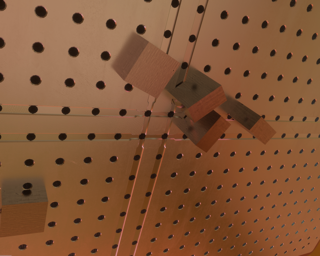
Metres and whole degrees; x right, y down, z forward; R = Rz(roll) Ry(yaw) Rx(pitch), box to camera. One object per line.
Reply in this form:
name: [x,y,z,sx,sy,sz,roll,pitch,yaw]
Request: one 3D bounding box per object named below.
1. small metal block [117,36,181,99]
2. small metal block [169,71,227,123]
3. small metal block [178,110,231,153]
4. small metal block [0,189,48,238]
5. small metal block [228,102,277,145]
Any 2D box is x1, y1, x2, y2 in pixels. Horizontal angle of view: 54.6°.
small metal block: [-0.013,-0.070,0.361,0.050,0.025,0.050,26,104,-37]
small metal block: [0.048,-0.041,0.395,0.050,0.050,0.025,-35,129,-5]
small metal block: [0.060,-0.003,0.425,0.025,0.050,0.050,34,99,-39]
small metal block: [-0.169,0.104,0.383,0.050,0.025,0.050,2,117,-30]
small metal block: [0.139,-0.007,0.465,0.050,0.050,0.025,34,99,-39]
